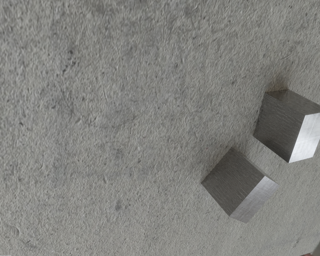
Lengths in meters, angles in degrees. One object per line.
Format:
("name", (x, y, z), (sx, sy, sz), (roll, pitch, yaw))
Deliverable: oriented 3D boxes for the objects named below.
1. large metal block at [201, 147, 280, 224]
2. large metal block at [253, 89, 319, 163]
("large metal block", (0.126, 0.091, 0.496), (0.050, 0.080, 0.080), (31, 101, -38))
("large metal block", (0.198, -0.005, 0.476), (0.050, 0.080, 0.079), (-9, 123, -24))
